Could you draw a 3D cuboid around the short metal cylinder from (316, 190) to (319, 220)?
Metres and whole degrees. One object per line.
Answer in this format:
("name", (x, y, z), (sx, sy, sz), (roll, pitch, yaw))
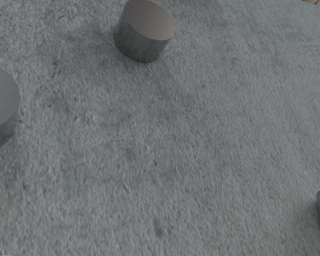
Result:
("short metal cylinder", (0.273, 0.119, 0.446), (0.081, 0.080, 0.050), (19, 54, -18))

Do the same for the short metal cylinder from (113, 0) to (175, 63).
("short metal cylinder", (-0.024, -0.145, 0.465), (0.081, 0.050, 0.080), (14, 56, -21))

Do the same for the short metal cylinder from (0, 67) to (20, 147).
("short metal cylinder", (-0.183, -0.020, 0.302), (0.081, 0.050, 0.080), (14, 56, -21))
